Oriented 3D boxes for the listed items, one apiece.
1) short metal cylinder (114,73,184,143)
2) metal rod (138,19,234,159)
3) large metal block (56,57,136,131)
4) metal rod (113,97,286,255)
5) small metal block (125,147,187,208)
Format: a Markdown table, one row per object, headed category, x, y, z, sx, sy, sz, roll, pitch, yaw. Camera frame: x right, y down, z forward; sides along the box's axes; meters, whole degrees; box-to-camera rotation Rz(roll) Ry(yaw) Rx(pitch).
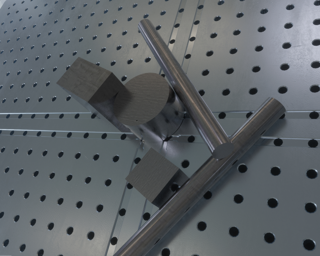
| category | x | y | z | sx | sy | sz | roll | pitch | yaw |
| --- | --- | --- | --- | --- | --- | --- | --- | --- | --- |
| short metal cylinder | -0.014 | -0.027 | 0.415 | 0.080 | 0.050 | 0.080 | -13 | 57 | 21 |
| metal rod | 0.020 | -0.075 | 0.426 | 0.025 | 0.025 | 0.300 | -32 | 46 | 7 |
| large metal block | -0.087 | -0.049 | 0.449 | 0.080 | 0.080 | 0.050 | 29 | 78 | 37 |
| metal rod | 0.027 | 0.079 | 0.345 | 0.300 | 0.025 | 0.025 | -45 | 51 | -3 |
| small metal block | -0.005 | 0.060 | 0.374 | 0.050 | 0.025 | 0.050 | 34 | 80 | 38 |
